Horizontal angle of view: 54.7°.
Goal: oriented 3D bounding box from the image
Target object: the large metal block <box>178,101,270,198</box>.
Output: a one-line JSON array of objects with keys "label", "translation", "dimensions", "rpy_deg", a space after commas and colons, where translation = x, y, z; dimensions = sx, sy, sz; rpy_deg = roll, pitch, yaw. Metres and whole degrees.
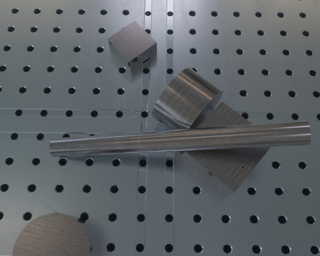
[{"label": "large metal block", "translation": [0.080, 0.028, 0.389], "dimensions": [0.080, 0.050, 0.080], "rpy_deg": [40, 75, 13]}]

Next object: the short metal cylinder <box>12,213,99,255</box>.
[{"label": "short metal cylinder", "translation": [-0.114, 0.138, 0.347], "dimensions": [0.081, 0.050, 0.080], "rpy_deg": [0, 70, 0]}]

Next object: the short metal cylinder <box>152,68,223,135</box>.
[{"label": "short metal cylinder", "translation": [0.035, -0.029, 0.393], "dimensions": [0.050, 0.080, 0.080], "rpy_deg": [38, 74, 12]}]

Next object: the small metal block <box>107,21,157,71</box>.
[{"label": "small metal block", "translation": [-0.040, -0.121, 0.456], "dimensions": [0.050, 0.025, 0.050], "rpy_deg": [-39, 75, -13]}]

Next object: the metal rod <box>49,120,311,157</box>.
[{"label": "metal rod", "translation": [0.007, 0.015, 0.358], "dimensions": [0.301, 0.025, 0.025], "rpy_deg": [-4, 69, 17]}]
